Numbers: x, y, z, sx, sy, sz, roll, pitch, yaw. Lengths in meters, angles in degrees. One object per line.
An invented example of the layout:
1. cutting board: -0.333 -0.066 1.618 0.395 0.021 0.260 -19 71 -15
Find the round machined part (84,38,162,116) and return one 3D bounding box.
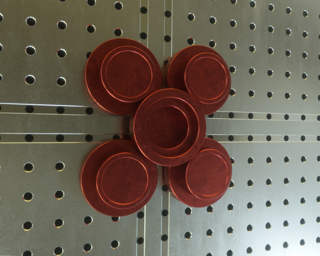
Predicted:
1. round machined part: -0.043 -0.064 0.388 0.099 0.042 0.097 0 90 -21

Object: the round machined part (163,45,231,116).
1. round machined part: 0.056 -0.065 0.425 0.099 0.042 0.097 0 90 -21

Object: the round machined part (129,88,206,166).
1. round machined part: 0.007 -0.001 0.405 0.099 0.042 0.097 0 90 -21

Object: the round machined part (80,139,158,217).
1. round machined part: -0.048 0.063 0.387 0.099 0.042 0.097 0 90 -21

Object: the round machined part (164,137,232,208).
1. round machined part: 0.058 0.061 0.426 0.099 0.042 0.097 0 90 -21
